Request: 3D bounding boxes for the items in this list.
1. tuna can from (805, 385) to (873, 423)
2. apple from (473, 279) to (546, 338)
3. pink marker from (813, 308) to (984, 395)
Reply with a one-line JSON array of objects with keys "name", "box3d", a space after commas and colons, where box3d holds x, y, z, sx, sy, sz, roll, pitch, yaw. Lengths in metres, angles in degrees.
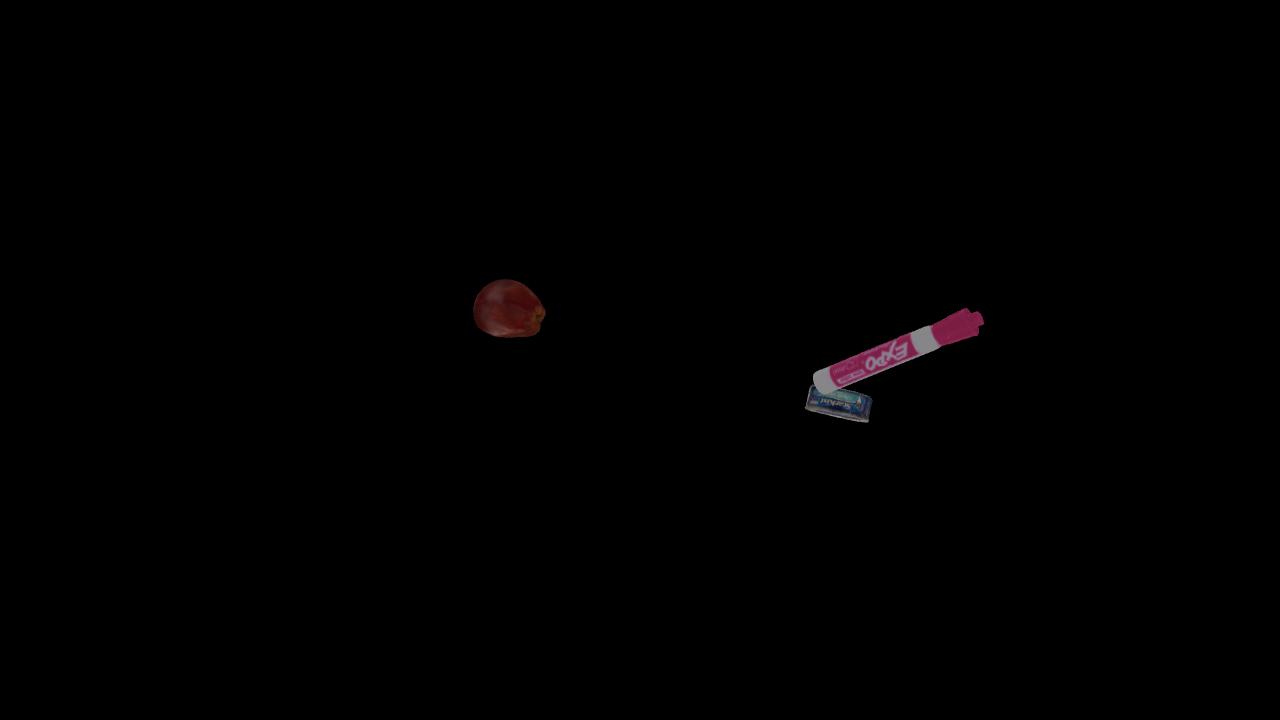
[{"name": "tuna can", "box3d": [0.268, 0.059, 0.830, 0.084, 0.034, 0.084, 14, -5, 1]}, {"name": "apple", "box3d": [-0.175, -0.067, 0.819, 0.093, 0.079, 0.079, 14, 5, 21]}, {"name": "pink marker", "box3d": [0.174, -0.004, 0.424, 0.020, 0.020, 0.121, 0, -21, -43]}]
